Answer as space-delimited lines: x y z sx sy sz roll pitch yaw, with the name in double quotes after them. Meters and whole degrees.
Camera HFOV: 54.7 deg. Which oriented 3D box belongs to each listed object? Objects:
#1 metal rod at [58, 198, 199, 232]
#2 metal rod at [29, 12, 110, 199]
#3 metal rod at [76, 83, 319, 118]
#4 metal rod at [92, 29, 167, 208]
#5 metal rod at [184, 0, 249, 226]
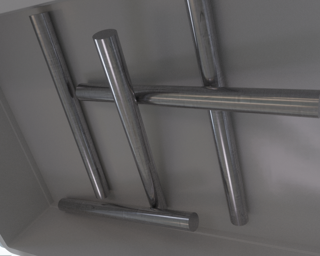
-0.071 0.136 0.504 0.300 0.025 0.025 -6 116 39 "metal rod"
-0.127 -0.017 0.465 0.025 0.025 0.298 2 119 27 "metal rod"
0.015 -0.036 0.352 0.300 0.025 0.025 7 122 34 "metal rod"
-0.027 0.021 0.399 0.025 0.025 0.298 7 133 24 "metal rod"
0.073 -0.004 0.367 0.025 0.025 0.298 -2 118 29 "metal rod"
